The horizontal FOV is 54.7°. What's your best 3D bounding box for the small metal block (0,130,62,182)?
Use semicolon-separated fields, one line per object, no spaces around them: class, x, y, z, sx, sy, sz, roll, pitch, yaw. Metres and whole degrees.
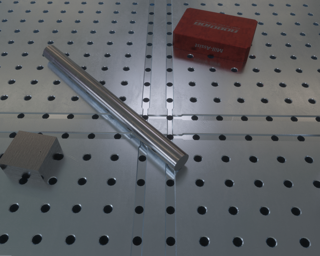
small metal block;-0.157;0.034;0.378;0.050;0.025;0.050;9;51;7

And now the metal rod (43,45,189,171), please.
metal rod;-0.078;-0.042;0.441;0.025;0.025;0.300;-36;59;-26

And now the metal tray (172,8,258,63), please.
metal tray;0.097;-0.166;0.544;0.131;0.030;0.090;15;52;12
